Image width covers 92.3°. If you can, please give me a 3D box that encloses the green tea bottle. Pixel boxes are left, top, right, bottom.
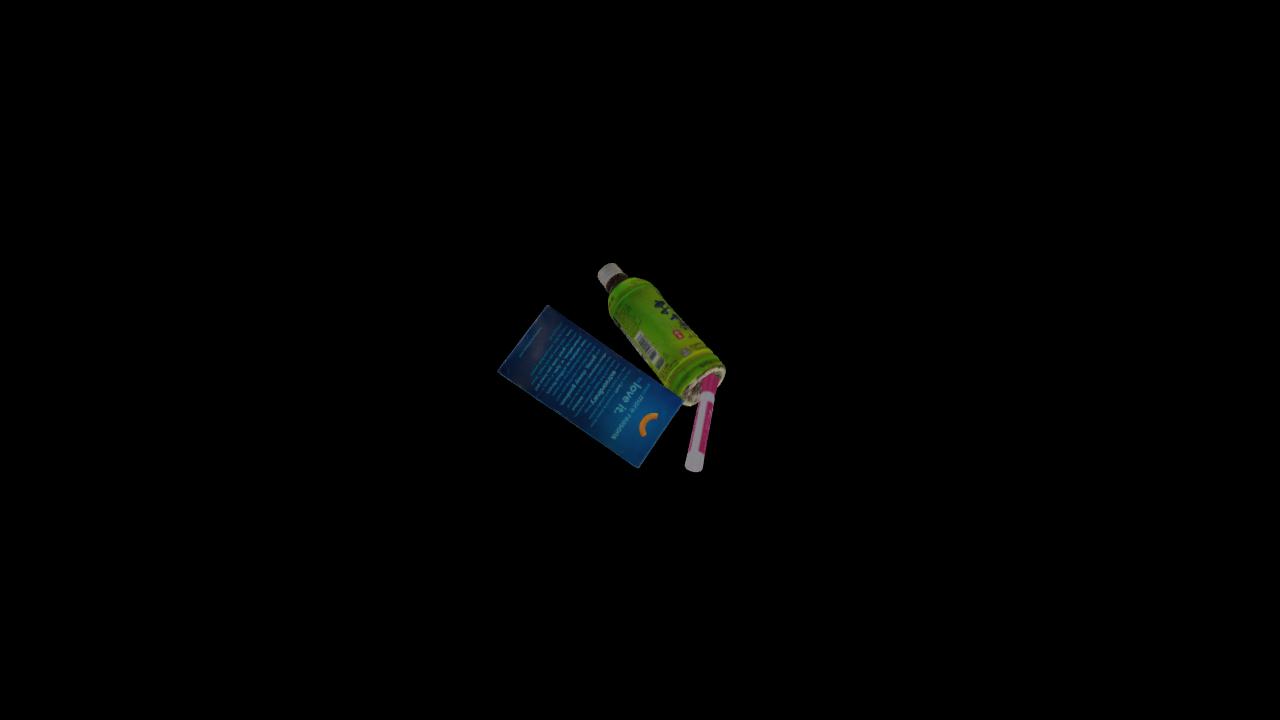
[{"bbox_3d":[0.015,-0.041,0.748,0.073,0.212,0.073,-31,-27,-17],"label":"green tea bottle"}]

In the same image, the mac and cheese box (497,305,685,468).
[{"bbox_3d":[-0.053,0.030,0.678,0.184,0.093,0.041,36,-10,-2],"label":"mac and cheese box"}]

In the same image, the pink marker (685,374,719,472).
[{"bbox_3d":[0.068,0.064,0.664,0.020,0.121,0.020,11,-37,8],"label":"pink marker"}]
